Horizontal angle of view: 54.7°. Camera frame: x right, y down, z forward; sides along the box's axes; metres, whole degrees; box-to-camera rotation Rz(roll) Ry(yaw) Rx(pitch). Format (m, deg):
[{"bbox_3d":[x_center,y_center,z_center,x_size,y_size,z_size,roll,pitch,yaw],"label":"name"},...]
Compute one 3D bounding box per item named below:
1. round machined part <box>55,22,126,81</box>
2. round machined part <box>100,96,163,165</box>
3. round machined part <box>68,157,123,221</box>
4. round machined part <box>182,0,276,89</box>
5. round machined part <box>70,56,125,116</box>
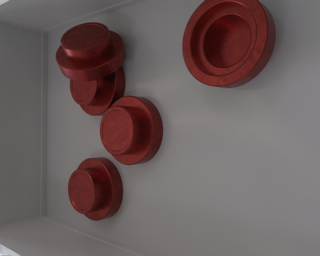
[{"bbox_3d":[-0.101,-0.114,0.442,0.098,0.098,0.042,38,154,33],"label":"round machined part"},{"bbox_3d":[-0.047,0.003,0.435,0.098,0.042,0.097,0,90,40],"label":"round machined part"},{"bbox_3d":[-0.107,0.096,0.484,0.098,0.042,0.097,0,90,40],"label":"round machined part"},{"bbox_3d":[0.076,-0.091,0.333,0.098,0.042,0.097,0,90,40],"label":"round machined part"},{"bbox_3d":[-0.103,-0.068,0.481,0.098,0.042,0.097,0,90,40],"label":"round machined part"}]
